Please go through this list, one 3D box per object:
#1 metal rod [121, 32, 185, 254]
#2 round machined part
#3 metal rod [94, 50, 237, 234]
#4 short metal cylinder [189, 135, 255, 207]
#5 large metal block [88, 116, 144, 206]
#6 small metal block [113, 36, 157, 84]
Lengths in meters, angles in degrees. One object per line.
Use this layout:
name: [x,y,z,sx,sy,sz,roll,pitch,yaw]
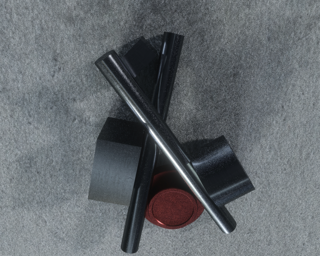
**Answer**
metal rod: [-0.013,0.029,0.405,0.025,0.025,0.298,11,104,-5]
round machined part: [0.017,0.104,0.441,0.099,0.042,0.097,0,110,-1]
metal rod: [0.021,0.035,0.388,0.025,0.025,0.299,-31,116,10]
short metal cylinder: [0.081,0.056,0.404,0.050,0.080,0.080,-30,108,10]
large metal block: [-0.054,0.039,0.396,0.050,0.080,0.079,11,110,-5]
small metal block: [-0.030,-0.080,0.367,0.050,0.050,0.025,-43,105,14]
